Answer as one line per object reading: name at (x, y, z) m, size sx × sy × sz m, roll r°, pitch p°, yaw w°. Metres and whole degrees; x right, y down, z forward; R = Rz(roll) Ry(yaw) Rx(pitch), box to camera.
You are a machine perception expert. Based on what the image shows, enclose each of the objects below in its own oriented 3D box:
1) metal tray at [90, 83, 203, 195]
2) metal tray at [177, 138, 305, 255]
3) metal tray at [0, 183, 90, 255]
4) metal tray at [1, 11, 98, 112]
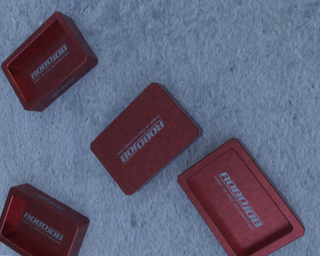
metal tray at (-0.020, 0.015, 0.413) m, size 0.130 × 0.030 × 0.090 m, roll -43°, pitch 77°, yaw 14°
metal tray at (0.094, 0.088, 0.372) m, size 0.090 × 0.030 × 0.130 m, roll -38°, pitch 78°, yaw 15°
metal tray at (-0.180, 0.152, 0.467) m, size 0.130 × 0.030 × 0.089 m, roll 23°, pitch 97°, yaw 18°
metal tray at (-0.167, -0.096, 0.463) m, size 0.130 × 0.030 × 0.090 m, roll -36°, pitch 79°, yaw 16°
